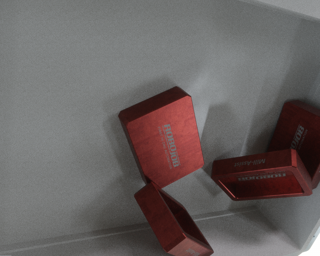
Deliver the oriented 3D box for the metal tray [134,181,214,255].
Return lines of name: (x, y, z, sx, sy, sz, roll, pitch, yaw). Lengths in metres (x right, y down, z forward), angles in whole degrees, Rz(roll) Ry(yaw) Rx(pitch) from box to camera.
metal tray: (0.022, 0.136, 0.435, 0.030, 0.090, 0.130, -39, 142, 2)

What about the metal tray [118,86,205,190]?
metal tray: (0.007, 0.019, 0.422, 0.091, 0.030, 0.129, -26, 128, -13)

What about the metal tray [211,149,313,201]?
metal tray: (0.159, 0.078, 0.488, 0.130, 0.030, 0.090, -14, 136, 34)

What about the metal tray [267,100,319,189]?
metal tray: (0.233, 0.030, 0.512, 0.030, 0.090, 0.129, -11, 124, -33)
